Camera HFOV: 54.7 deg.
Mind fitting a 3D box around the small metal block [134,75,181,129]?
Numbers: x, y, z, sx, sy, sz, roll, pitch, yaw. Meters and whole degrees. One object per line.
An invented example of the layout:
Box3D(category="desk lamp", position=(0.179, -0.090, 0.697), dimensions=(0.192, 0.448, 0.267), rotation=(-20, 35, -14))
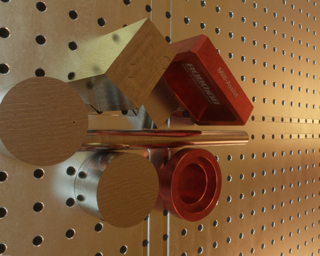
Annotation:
Box3D(category="small metal block", position=(-0.008, -0.034, 0.403), dimensions=(0.050, 0.025, 0.050), rotation=(-47, 118, -30))

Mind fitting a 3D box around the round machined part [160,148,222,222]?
Box3D(category="round machined part", position=(0.038, 0.076, 0.430), dimensions=(0.099, 0.042, 0.097), rotation=(0, 90, -40))

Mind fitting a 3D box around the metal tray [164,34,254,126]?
Box3D(category="metal tray", position=(0.054, -0.056, 0.411), dimensions=(0.130, 0.090, 0.030), rotation=(47, 62, -30))

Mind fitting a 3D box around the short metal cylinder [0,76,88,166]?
Box3D(category="short metal cylinder", position=(-0.117, -0.006, 0.294), dimensions=(0.081, 0.050, 0.080), rotation=(0, 90, -40))

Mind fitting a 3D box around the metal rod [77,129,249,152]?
Box3D(category="metal rod", position=(0.025, 0.015, 0.429), dimensions=(0.302, 0.025, 0.025), rotation=(1, 90, -40))

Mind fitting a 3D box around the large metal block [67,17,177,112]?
Box3D(category="large metal block", position=(-0.042, -0.065, 0.338), dimensions=(0.050, 0.080, 0.080), rotation=(47, 62, -31))

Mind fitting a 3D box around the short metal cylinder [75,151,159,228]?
Box3D(category="short metal cylinder", position=(-0.048, 0.067, 0.352), dimensions=(0.081, 0.050, 0.080), rotation=(0, 90, -40))
